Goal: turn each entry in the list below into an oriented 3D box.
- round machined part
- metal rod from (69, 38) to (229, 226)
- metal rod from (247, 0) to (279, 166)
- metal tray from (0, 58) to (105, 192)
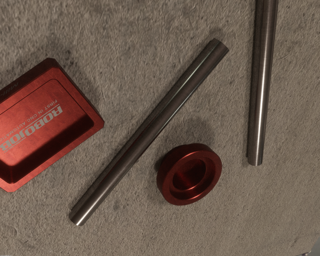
[{"bbox_3d":[0.039,0.064,0.458,0.099,0.042,0.097,-14,125,-21],"label":"round machined part"},{"bbox_3d":[-0.019,0.010,0.404,0.025,0.025,0.299,34,99,-39],"label":"metal rod"},{"bbox_3d":[0.147,-0.064,0.449,0.025,0.025,0.298,-20,126,-17],"label":"metal rod"},{"bbox_3d":[-0.137,-0.001,0.328,0.130,0.030,0.090,-37,130,-4],"label":"metal tray"}]
